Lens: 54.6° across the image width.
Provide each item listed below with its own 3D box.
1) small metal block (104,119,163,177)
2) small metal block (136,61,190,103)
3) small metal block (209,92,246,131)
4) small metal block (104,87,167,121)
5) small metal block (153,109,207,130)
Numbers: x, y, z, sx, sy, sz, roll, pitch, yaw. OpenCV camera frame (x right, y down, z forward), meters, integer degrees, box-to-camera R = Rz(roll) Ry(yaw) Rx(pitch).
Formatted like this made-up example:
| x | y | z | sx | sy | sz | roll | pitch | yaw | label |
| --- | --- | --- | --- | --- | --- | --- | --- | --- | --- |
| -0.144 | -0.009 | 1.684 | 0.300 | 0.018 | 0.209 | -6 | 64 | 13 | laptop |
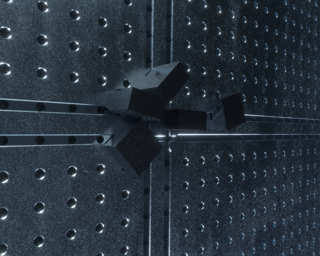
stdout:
| x | y | z | sx | sy | sz | roll | pitch | yaw | label |
| --- | --- | --- | --- | --- | --- | --- | --- | --- | --- |
| -0.031 | 0.023 | 0.382 | 0.050 | 0.025 | 0.050 | -49 | 119 | -29 | small metal block |
| 0.002 | -0.056 | 0.393 | 0.050 | 0.050 | 0.025 | -52 | 121 | -28 | small metal block |
| 0.109 | -0.027 | 0.499 | 0.050 | 0.025 | 0.050 | -22 | 104 | -38 | small metal block |
| -0.029 | -0.027 | 0.368 | 0.050 | 0.050 | 0.025 | 17 | 80 | -39 | small metal block |
| 0.026 | -0.010 | 0.414 | 0.050 | 0.050 | 0.025 | 2 | 89 | -40 | small metal block |
